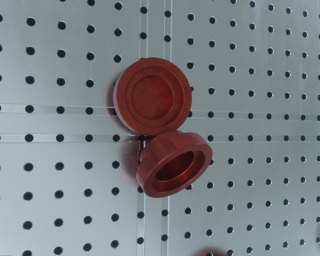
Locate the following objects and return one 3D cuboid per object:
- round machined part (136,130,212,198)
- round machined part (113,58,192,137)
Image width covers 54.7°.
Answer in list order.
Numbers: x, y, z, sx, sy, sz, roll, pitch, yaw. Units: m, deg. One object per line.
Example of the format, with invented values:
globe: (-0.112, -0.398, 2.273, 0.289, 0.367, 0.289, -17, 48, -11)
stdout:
round machined part: (0.014, 0.041, 0.392, 0.099, 0.042, 0.097, -23, 143, -18)
round machined part: (-0.012, -0.038, 0.400, 0.099, 0.042, 0.097, 0, 90, -21)
